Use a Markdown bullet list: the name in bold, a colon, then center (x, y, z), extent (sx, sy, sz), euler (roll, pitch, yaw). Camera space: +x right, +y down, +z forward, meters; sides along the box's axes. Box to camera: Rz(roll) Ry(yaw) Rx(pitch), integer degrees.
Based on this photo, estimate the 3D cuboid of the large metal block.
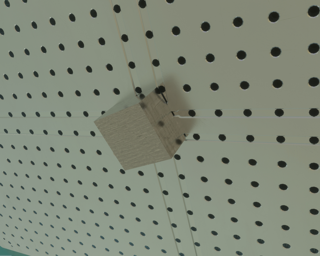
- **large metal block**: center (-0.026, 0.003, 0.411), extent (0.080, 0.050, 0.080), euler (-19, 109, 35)
